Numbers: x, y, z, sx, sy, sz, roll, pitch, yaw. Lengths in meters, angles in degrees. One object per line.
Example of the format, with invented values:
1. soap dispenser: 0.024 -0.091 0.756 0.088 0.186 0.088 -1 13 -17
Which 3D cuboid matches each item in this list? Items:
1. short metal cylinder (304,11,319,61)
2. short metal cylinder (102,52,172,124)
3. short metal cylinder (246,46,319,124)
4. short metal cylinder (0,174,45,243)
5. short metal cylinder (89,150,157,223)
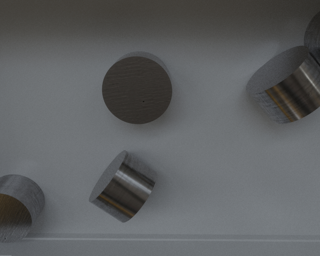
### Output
1. short metal cylinder: 0.219 -0.105 0.361 0.081 0.050 0.079 0 110 0
2. short metal cylinder: -0.026 -0.050 0.379 0.081 0.050 0.079 0 110 0
3. short metal cylinder: 0.150 -0.050 0.365 0.080 0.080 0.050 -40 106 13
4. short metal cylinder: -0.212 0.113 0.438 0.081 0.050 0.079 0 110 0
5. short metal cylinder: -0.049 0.076 0.409 0.050 0.080 0.080 37 106 -13
